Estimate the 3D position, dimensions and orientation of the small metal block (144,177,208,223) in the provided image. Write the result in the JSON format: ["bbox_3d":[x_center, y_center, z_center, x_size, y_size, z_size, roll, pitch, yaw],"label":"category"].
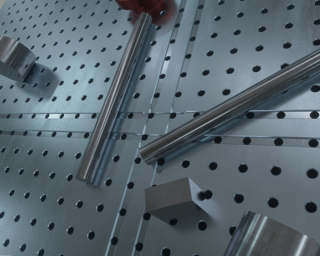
[{"bbox_3d":[0.018,0.079,0.334,0.050,0.050,0.025,-19,55,17],"label":"small metal block"}]

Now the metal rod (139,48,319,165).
[{"bbox_3d":[0.110,-0.036,0.372,0.300,0.025,0.025,-29,52,9],"label":"metal rod"}]

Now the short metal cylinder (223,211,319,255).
[{"bbox_3d":[0.096,0.111,0.254,0.080,0.080,0.050,21,73,36],"label":"short metal cylinder"}]

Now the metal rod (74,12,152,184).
[{"bbox_3d":[-0.065,-0.061,0.479,0.025,0.025,0.300,2,63,29],"label":"metal rod"}]

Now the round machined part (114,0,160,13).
[{"bbox_3d":[-0.036,-0.253,0.571,0.098,0.042,0.098,-13,56,21],"label":"round machined part"}]

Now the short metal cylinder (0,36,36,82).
[{"bbox_3d":[-0.295,-0.135,0.611,0.080,0.080,0.050,9,66,32],"label":"short metal cylinder"}]
